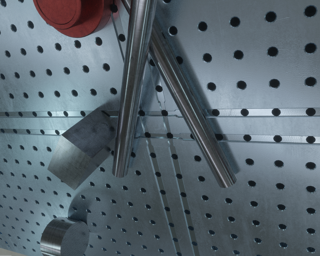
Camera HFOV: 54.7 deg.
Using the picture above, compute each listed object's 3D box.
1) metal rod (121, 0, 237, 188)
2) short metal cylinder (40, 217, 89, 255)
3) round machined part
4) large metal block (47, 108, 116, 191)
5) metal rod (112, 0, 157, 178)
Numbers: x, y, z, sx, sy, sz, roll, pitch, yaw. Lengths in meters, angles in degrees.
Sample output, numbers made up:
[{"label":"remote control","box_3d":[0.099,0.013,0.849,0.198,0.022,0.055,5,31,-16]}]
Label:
[{"label":"metal rod","box_3d":[0.019,-0.055,0.366,0.025,0.025,0.299,-18,109,35]},{"label":"short metal cylinder","box_3d":[-0.184,0.219,0.605,0.050,0.080,0.079,3,120,26]},{"label":"round machined part","box_3d":[-0.108,-0.154,0.360,0.098,0.042,0.097,13,124,20]},{"label":"large metal block","box_3d":[-0.107,0.030,0.449,0.050,0.080,0.080,37,129,3]},{"label":"metal rod","box_3d":[-0.037,-0.038,0.383,0.025,0.025,0.298,25,134,12]}]
